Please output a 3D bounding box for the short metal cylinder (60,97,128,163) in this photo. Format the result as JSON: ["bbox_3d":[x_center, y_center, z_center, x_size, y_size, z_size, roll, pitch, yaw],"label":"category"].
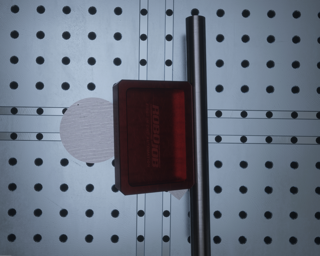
[{"bbox_3d":[-0.081,0.003,0.399,0.081,0.050,0.079,0,90,-1],"label":"short metal cylinder"}]

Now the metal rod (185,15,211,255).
[{"bbox_3d":[0.048,0.012,0.389,0.025,0.025,0.298,-1,90,-1],"label":"metal rod"}]

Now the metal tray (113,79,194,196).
[{"bbox_3d":[-0.008,0.010,0.371,0.091,0.030,0.129,-2,90,-20],"label":"metal tray"}]

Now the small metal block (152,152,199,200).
[{"bbox_3d":[0.021,0.059,0.413,0.050,0.025,0.050,39,90,-1],"label":"small metal block"}]

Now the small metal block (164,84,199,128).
[{"bbox_3d":[0.031,-0.029,0.414,0.050,0.025,0.050,-15,90,-1],"label":"small metal block"}]
